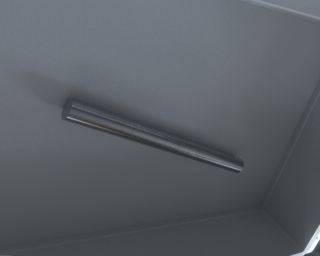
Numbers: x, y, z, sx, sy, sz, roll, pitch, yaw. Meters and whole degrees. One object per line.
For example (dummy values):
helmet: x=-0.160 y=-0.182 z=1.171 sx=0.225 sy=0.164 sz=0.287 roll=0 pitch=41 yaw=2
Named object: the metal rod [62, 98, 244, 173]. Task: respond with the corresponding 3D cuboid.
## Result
metal rod: x=0.014 y=0.021 z=0.426 sx=0.302 sy=0.025 sz=0.025 roll=20 pitch=108 yaw=-36
